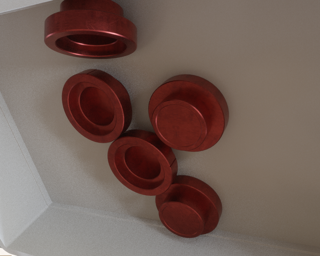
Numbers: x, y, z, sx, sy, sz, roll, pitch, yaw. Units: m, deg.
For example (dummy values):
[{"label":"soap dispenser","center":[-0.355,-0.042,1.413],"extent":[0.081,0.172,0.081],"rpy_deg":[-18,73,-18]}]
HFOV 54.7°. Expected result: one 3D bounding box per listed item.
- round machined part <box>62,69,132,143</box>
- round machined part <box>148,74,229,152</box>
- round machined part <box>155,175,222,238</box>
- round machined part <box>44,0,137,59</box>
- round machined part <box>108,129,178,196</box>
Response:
[{"label":"round machined part","center":[-0.079,-0.032,0.415],"extent":[0.098,0.042,0.097],"rpy_deg":[13,122,23]},{"label":"round machined part","center":[0.029,-0.012,0.374],"extent":[0.098,0.042,0.097],"rpy_deg":[13,124,20]},{"label":"round machined part","center":[0.037,0.121,0.452],"extent":[0.098,0.042,0.097],"rpy_deg":[13,124,20]},{"label":"round machined part","center":[-0.075,-0.110,0.341],"extent":[0.098,0.098,0.042],"rpy_deg":[-2,86,29]},{"label":"round machined part","center":[-0.020,0.044,0.433],"extent":[0.098,0.042,0.097],"rpy_deg":[13,125,20]}]
